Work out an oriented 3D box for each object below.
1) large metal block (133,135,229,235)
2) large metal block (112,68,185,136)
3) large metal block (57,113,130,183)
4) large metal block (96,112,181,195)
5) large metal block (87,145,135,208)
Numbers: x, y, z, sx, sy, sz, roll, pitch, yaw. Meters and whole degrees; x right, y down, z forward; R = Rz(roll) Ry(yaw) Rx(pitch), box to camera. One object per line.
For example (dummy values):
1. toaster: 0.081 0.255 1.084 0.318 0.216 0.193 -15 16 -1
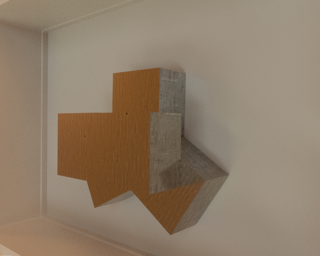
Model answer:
1. large metal block: 0.020 0.064 0.371 0.080 0.050 0.080 42 115 32
2. large metal block: -0.016 -0.031 0.402 0.080 0.050 0.079 2 91 40
3. large metal block: -0.085 0.022 0.394 0.080 0.050 0.080 1 91 40
4. large metal block: -0.024 0.023 0.342 0.080 0.050 0.080 1 91 40
5. large metal block: -0.061 0.058 0.439 0.080 0.050 0.080 -32 70 35
